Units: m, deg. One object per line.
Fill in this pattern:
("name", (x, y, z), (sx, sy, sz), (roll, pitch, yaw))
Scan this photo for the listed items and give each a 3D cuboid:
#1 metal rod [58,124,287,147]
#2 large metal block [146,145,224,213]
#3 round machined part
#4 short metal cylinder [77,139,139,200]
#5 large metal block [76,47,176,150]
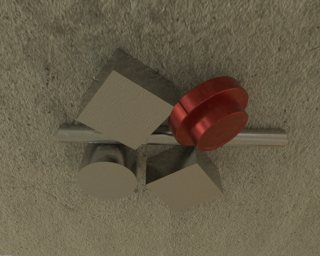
("metal rod", (0.018, 0.011, 0.420), (0.302, 0.025, 0.025), (1, 130, -2))
("large metal block", (0.036, 0.071, 0.453), (0.080, 0.050, 0.080), (-26, 126, 20))
("round machined part", (0.062, -0.009, 0.360), (0.099, 0.042, 0.098), (-23, 150, -14))
("short metal cylinder", (-0.072, 0.057, 0.440), (0.081, 0.050, 0.079), (0, 130, 0))
("large metal block", (-0.038, -0.031, 0.362), (0.080, 0.050, 0.080), (30, 124, -23))
